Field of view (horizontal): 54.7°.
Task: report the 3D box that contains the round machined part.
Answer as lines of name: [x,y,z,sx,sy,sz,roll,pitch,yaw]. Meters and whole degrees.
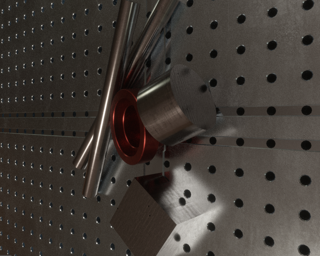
round machined part: [-0.026,-0.003,0.405,0.098,0.042,0.097,18,112,55]

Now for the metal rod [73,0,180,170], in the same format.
metal rod: [-0.060,-0.054,0.456,0.025,0.025,0.298,47,118,29]

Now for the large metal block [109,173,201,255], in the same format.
large metal block: [-0.008,0.117,0.398,0.080,0.050,0.080,42,115,31]

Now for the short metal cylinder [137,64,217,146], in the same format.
short metal cylinder: [0.020,-0.025,0.355,0.050,0.081,0.080,-28,73,35]

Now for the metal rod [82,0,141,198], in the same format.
metal rod: [-0.075,-0.026,0.441,0.025,0.025,0.298,34,119,34]
